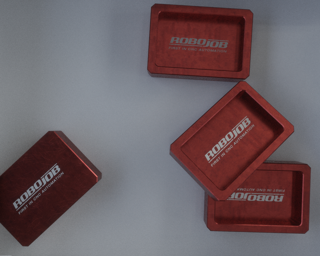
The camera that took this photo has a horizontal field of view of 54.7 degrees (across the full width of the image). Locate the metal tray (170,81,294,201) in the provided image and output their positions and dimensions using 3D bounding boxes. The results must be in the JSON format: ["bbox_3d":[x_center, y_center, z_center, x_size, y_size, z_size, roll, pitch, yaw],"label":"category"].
[{"bbox_3d":[0.087,0.016,0.385,0.130,0.030,0.090,-42,80,-10],"label":"metal tray"}]

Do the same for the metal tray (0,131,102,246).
[{"bbox_3d":[-0.155,0.077,0.408,0.130,0.030,0.090,-43,90,0],"label":"metal tray"}]

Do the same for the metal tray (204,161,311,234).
[{"bbox_3d":[0.126,0.089,0.409,0.131,0.030,0.089,2,90,0],"label":"metal tray"}]

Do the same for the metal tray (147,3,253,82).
[{"bbox_3d":[0.051,-0.110,0.408,0.131,0.030,0.089,4,90,0],"label":"metal tray"}]
